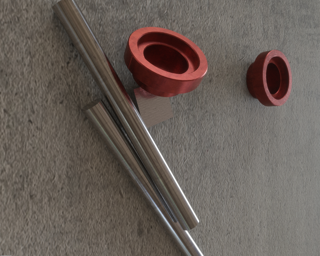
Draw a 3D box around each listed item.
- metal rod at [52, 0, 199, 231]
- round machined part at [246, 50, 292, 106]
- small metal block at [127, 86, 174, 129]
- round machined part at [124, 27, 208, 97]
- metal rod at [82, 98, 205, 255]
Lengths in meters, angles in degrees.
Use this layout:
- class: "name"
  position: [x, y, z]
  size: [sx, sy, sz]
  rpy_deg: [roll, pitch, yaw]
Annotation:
- class: "metal rod"
  position: [-0.031, -0.003, 0.359]
  size: [0.025, 0.025, 0.299]
  rpy_deg: [-39, 108, -33]
- class: "round machined part"
  position: [0.192, -0.087, 0.554]
  size: [0.099, 0.042, 0.097]
  rpy_deg: [0, 90, -40]
- class: "small metal block"
  position: [-0.015, -0.030, 0.392]
  size: [0.050, 0.025, 0.050]
  rpy_deg: [-24, 106, -37]
- class: "round machined part"
  position: [0.004, -0.075, 0.375]
  size: [0.099, 0.042, 0.098]
  rpy_deg: [13, 47, -14]
- class: "metal rod"
  position: [-0.005, 0.092, 0.400]
  size: [0.025, 0.025, 0.299]
  rpy_deg: [-45, 117, -30]
